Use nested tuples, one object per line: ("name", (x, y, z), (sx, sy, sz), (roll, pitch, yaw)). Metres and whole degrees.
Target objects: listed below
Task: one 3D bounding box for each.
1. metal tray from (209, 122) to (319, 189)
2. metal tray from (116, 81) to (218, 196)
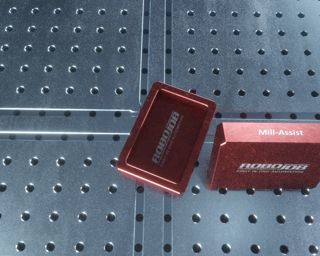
("metal tray", (0.128, 0.035, 0.363), (0.131, 0.089, 0.030), (1, 47, 0))
("metal tray", (0.011, 0.012, 0.404), (0.090, 0.030, 0.130), (21, 71, 7))
